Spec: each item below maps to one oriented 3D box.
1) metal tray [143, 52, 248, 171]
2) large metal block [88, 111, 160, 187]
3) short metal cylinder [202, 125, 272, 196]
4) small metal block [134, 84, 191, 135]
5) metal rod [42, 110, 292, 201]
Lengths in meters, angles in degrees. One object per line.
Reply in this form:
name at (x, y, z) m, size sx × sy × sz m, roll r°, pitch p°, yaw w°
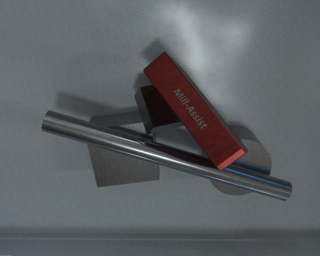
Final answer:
metal tray at (0.043, -0.017, 0.343) m, size 0.030 × 0.090 × 0.130 m, roll -39°, pitch 76°, yaw 12°
large metal block at (-0.046, 0.026, 0.406) m, size 0.080 × 0.050 × 0.079 m, roll -7°, pitch 110°, yaw 2°
short metal cylinder at (0.100, 0.042, 0.413) m, size 0.081 × 0.050 × 0.079 m, roll 0°, pitch 110°, yaw -1°
small metal block at (0.003, -0.024, 0.365) m, size 0.050 × 0.025 × 0.050 m, roll -13°, pitch 76°, yaw -24°
metal rod at (0.014, 0.035, 0.369) m, size 0.302 × 0.025 × 0.025 m, roll 17°, pitch 109°, yaw -7°
